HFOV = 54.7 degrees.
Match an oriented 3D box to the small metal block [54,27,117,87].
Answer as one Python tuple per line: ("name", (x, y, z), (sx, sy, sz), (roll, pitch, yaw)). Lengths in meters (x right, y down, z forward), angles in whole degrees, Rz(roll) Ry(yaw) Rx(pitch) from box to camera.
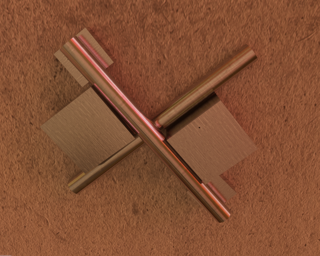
("small metal block", (-0.090, -0.087, 0.379), (0.050, 0.025, 0.050), (-36, 107, 12))

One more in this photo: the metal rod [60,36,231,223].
("metal rod", (-0.008, 0.013, 0.388), (0.025, 0.025, 0.300), (-38, 106, 12))

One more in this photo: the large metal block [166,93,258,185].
("large metal block", (0.065, 0.012, 0.402), (0.080, 0.050, 0.080), (-37, 106, 12))

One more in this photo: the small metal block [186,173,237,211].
("small metal block", (0.072, 0.086, 0.444), (0.050, 0.025, 0.050), (-41, 105, 13))

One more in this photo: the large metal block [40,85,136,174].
("large metal block", (-0.086, -0.003, 0.394), (0.080, 0.050, 0.080), (-35, 107, 12))

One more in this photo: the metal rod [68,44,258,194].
("metal rod", (-0.005, -0.005, 0.410), (0.300, 0.025, 0.025), (-37, 106, 12))
